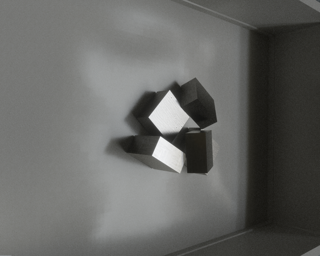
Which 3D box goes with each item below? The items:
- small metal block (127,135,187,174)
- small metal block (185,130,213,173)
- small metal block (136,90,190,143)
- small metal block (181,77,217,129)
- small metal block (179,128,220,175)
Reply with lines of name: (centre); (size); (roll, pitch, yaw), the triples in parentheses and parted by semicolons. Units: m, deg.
small metal block: (-0.004, 0.032, 0.386); (0.050, 0.050, 0.025); (36, 68, -35)
small metal block: (0.052, 0.029, 0.403); (0.050, 0.025, 0.050); (-11, 98, -72)
small metal block: (0.005, -0.014, 0.410); (0.050, 0.025, 0.050); (51, 60, -28)
small metal block: (0.055, -0.035, 0.438); (0.050, 0.025, 0.050); (45, 30, -31)
small metal block: (0.056, 0.034, 0.454); (0.050, 0.025, 0.050); (43, 64, -32)
